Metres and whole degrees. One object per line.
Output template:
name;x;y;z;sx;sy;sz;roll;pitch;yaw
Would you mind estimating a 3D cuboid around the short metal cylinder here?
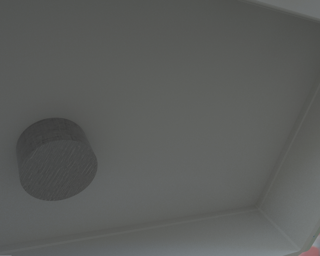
short metal cylinder;-0.117;0.035;0.351;0.081;0.050;0.079;-14;125;-21
